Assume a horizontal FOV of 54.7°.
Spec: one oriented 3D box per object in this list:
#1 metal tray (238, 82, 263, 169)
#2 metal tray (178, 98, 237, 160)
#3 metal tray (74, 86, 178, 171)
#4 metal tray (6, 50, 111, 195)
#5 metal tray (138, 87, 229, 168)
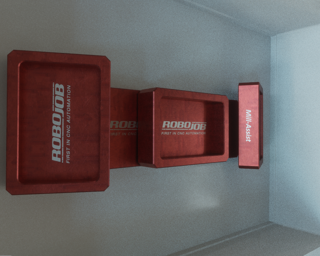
[{"bbox_3d":[0.148,-0.004,0.500,0.090,0.030,0.129,0,90,-68],"label":"metal tray"},{"bbox_3d":[0.065,0.001,0.456,0.131,0.030,0.089,0,90,-40],"label":"metal tray"},{"bbox_3d":[-0.036,0.000,0.373,0.131,0.030,0.089,0,90,-40],"label":"metal tray"},{"bbox_3d":[-0.095,-0.005,0.298,0.091,0.030,0.129,1,90,-15],"label":"metal tray"},{"bbox_3d":[0.034,0.000,0.390,0.131,0.030,0.089,1,89,-40],"label":"metal tray"}]
